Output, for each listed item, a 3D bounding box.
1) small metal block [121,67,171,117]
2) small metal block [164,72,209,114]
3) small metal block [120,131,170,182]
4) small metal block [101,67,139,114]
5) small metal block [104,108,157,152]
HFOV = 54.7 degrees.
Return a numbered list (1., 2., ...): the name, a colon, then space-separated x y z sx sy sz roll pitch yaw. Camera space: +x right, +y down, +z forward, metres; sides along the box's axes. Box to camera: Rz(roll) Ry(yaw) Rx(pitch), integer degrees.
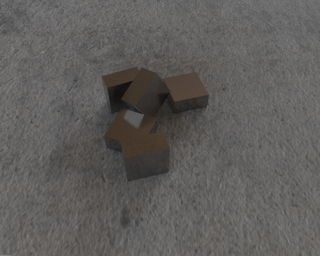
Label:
1. small metal block: -0.017 -0.043 0.410 0.025 0.050 0.050 27 81 31
2. small metal block: 0.036 -0.051 0.447 0.050 0.025 0.050 -13 51 -11
3. small metal block: -0.017 0.034 0.359 0.050 0.050 0.025 -12 51 -10
4. small metal block: -0.050 -0.052 0.430 0.050 0.050 0.025 -19 53 -15
5. small metal block: -0.036 0.006 0.397 0.050 0.025 0.050 16 52 13
